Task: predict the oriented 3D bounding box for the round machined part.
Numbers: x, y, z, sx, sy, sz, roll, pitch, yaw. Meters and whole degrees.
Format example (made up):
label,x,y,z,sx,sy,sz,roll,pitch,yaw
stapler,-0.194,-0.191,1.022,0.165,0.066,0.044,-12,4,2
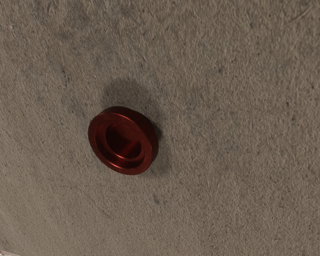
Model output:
label,x,y,z,sx,sy,sz,roll,pitch,yaw
round machined part,-0.046,0.013,0.427,0.098,0.042,0.097,13,124,20
